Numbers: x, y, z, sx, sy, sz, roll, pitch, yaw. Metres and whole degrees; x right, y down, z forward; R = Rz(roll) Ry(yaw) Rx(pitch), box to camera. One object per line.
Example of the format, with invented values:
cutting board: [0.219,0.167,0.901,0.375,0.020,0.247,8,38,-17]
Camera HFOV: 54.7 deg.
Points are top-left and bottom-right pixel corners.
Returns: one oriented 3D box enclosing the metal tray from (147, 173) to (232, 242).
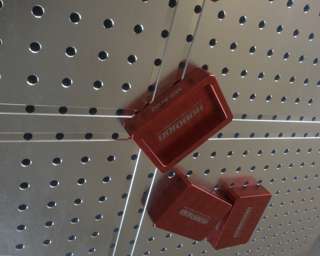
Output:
metal tray: [0.054,0.139,0.525,0.130,0.030,0.090,33,100,-39]

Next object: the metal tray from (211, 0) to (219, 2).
metal tray: [0.020,-0.185,0.281,0.131,0.030,0.089,14,125,-25]

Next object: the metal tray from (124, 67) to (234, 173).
metal tray: [0.029,-0.008,0.420,0.130,0.030,0.090,-38,130,-3]

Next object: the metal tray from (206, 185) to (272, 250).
metal tray: [0.152,0.173,0.602,0.091,0.030,0.129,2,117,-30]
